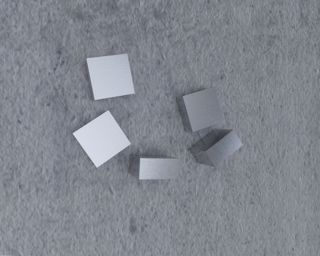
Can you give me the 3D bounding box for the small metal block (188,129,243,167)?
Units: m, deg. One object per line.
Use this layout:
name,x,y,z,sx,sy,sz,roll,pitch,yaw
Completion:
small metal block,0.075,0.026,0.425,0.050,0.050,0.025,-36,102,-17

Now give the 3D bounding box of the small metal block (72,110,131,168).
small metal block,-0.073,0.013,0.383,0.050,0.025,0.050,-36,102,-17

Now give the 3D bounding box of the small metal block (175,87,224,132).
small metal block,0.055,-0.026,0.431,0.050,0.025,0.050,-18,96,-20

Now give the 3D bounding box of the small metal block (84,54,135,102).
small metal block,-0.063,-0.063,0.386,0.050,0.025,0.050,-12,94,-20

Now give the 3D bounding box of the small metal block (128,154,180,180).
small metal block,-0.009,0.049,0.394,0.050,0.050,0.025,3,89,-20
